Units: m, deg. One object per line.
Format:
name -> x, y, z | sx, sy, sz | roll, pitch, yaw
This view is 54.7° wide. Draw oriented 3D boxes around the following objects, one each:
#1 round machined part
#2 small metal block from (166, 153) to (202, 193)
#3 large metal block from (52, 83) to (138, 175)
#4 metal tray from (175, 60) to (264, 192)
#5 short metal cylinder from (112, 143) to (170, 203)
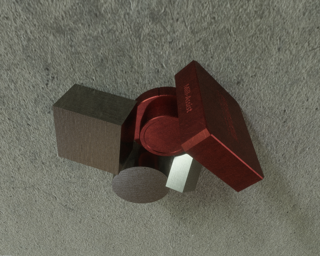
round machined part -> 0.008, -0.002, 0.397 | 0.099, 0.042, 0.097 | -1, 130, 0
small metal block -> 0.036, 0.060, 0.430 | 0.025, 0.050, 0.050 | 17, 180, 26
large metal block -> -0.077, 0.002, 0.376 | 0.080, 0.050, 0.079 | 16, 130, 8
metal tray -> 0.060, -0.007, 0.333 | 0.030, 0.130, 0.090 | -37, 121, 26
short metal cylinder -> -0.026, 0.064, 0.447 | 0.081, 0.050, 0.079 | 0, 130, 0
